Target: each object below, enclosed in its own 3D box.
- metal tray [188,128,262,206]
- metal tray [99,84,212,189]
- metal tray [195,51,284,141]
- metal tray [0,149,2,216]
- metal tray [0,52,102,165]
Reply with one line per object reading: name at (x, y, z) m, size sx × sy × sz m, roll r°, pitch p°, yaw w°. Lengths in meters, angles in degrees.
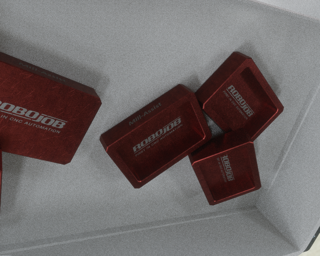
metal tray at (0.102, 0.064, 0.479) m, size 0.090 × 0.030 × 0.130 m, roll -21°, pitch 135°, yaw 5°
metal tray at (-0.002, 0.013, 0.413) m, size 0.130 × 0.030 × 0.090 m, roll -34°, pitch 129°, yaw -6°
metal tray at (0.117, -0.035, 0.449) m, size 0.090 × 0.030 × 0.130 m, roll -47°, pitch 130°, yaw 4°
metal tray at (-0.213, 0.075, 0.314) m, size 0.091 × 0.030 × 0.129 m, roll 1°, pitch 133°, yaw -29°
metal tray at (-0.139, -0.018, 0.319) m, size 0.131 × 0.030 × 0.090 m, roll 20°, pitch 108°, yaw -36°
